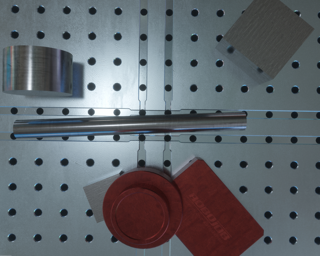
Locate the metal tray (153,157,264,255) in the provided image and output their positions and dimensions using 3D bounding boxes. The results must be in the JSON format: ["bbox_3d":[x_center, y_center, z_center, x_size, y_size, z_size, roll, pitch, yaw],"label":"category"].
[{"bbox_3d":[0.060,0.115,0.412,0.090,0.030,0.130,-41,91,-1],"label":"metal tray"}]

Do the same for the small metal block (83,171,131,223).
[{"bbox_3d":[-0.067,0.091,0.413,0.050,0.025,0.050,-21,90,-1],"label":"small metal block"}]

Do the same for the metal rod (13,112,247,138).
[{"bbox_3d":[-0.038,-0.004,0.412,0.302,0.025,0.025,-2,90,-1],"label":"metal rod"}]

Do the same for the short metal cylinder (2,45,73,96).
[{"bbox_3d":[-0.150,-0.067,0.384,0.081,0.080,0.050,1,90,-1],"label":"short metal cylinder"}]

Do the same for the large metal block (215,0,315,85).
[{"bbox_3d":[0.133,-0.116,0.403,0.080,0.050,0.080,39,90,-1],"label":"large metal block"}]

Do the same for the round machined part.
[{"bbox_3d":[-0.021,0.100,0.375,0.099,0.042,0.097,0,94,4],"label":"round machined part"}]
